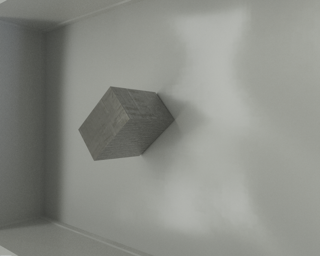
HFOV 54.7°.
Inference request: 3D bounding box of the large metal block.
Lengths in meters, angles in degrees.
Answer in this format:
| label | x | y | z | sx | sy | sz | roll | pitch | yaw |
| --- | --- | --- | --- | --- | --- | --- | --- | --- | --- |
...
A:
| label | x | y | z | sx | sy | sz | roll | pitch | yaw |
| --- | --- | --- | --- | --- | --- | --- | --- | --- | --- |
| large metal block | -0.044 | -0.004 | 0.401 | 0.080 | 0.081 | 0.050 | -47 | 62 | 29 |
